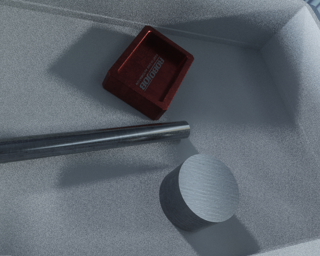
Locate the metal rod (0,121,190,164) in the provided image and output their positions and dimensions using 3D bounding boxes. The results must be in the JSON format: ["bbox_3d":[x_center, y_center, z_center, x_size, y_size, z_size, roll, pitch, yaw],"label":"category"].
[{"bbox_3d":[-0.095,0.016,0.345,0.303,0.025,0.025,-6,65,-31],"label":"metal rod"}]

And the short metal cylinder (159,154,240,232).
[{"bbox_3d":[0.046,0.077,0.369,0.081,0.050,0.080,14,56,-21],"label":"short metal cylinder"}]

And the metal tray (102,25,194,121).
[{"bbox_3d":[-0.012,-0.083,0.447,0.090,0.030,0.130,33,51,-7],"label":"metal tray"}]
